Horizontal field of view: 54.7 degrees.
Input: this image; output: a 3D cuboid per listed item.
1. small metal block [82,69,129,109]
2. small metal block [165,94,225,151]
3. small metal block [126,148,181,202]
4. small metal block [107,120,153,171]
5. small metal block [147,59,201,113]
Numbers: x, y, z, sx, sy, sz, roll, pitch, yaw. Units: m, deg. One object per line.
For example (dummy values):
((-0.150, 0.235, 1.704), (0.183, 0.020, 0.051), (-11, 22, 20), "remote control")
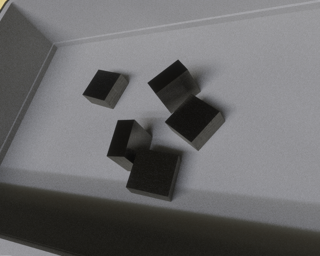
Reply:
((-0.086, -0.062, 0.489), (0.050, 0.025, 0.050), (17, 70, 34), "small metal block")
((0.043, -0.008, 0.388), (0.050, 0.025, 0.050), (-47, 51, -5), "small metal block")
((-0.006, 0.055, 0.367), (0.050, 0.025, 0.050), (10, 66, 15), "small metal block")
((-0.037, 0.023, 0.395), (0.025, 0.050, 0.050), (-1, 61, 28), "small metal block")
((0.020, -0.054, 0.413), (0.050, 0.050, 0.025), (-37, 51, 3), "small metal block")
